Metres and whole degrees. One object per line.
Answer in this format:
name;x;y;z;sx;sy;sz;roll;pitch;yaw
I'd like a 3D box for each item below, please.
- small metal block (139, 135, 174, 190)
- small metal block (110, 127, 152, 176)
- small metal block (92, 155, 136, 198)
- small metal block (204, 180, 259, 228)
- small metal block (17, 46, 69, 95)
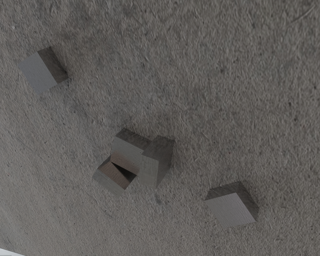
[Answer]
small metal block;-0.004;0.046;0.421;0.025;0.050;0.050;18;126;18
small metal block;-0.041;0.035;0.450;0.050;0.025;0.050;26;127;12
small metal block;-0.065;0.069;0.467;0.050;0.050;0.025;38;129;3
small metal block;0.097;0.104;0.420;0.050;0.025;0.050;-27;104;37
small metal block;-0.167;-0.081;0.445;0.050;0.025;0.050;-17;110;35
